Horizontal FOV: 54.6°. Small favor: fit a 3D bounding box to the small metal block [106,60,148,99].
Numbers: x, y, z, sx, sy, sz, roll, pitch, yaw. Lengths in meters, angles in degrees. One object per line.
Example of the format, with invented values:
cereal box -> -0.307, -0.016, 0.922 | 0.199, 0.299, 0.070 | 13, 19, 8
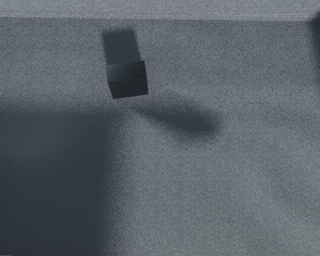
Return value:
small metal block -> -0.043, -0.064, 0.420 | 0.050, 0.050, 0.025 | -8, 70, -3
